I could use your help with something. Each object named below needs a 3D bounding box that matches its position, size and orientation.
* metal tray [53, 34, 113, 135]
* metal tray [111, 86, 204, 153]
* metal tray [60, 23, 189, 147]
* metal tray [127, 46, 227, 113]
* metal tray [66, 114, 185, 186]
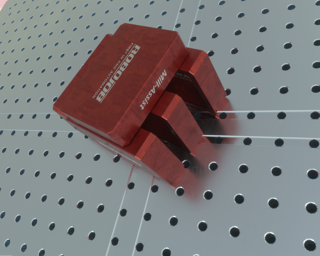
[{"bbox_3d":[-0.087,-0.057,0.445,0.030,0.090,0.130,29,76,15],"label":"metal tray"},{"bbox_3d":[-0.018,-0.021,0.389,0.130,0.090,0.030,22,73,35],"label":"metal tray"},{"bbox_3d":[-0.040,-0.053,0.343,0.090,0.030,0.130,23,74,36],"label":"metal tray"},{"bbox_3d":[0.013,-0.070,0.402,0.130,0.090,0.030,23,75,36],"label":"metal tray"},{"bbox_3d":[-0.043,0.017,0.379,0.130,0.090,0.030,23,75,36],"label":"metal tray"}]
